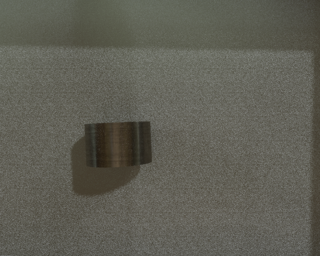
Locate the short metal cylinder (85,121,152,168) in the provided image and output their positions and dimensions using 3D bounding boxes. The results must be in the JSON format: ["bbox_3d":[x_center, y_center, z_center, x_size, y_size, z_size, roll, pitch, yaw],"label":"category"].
[{"bbox_3d":[-0.051,0.019,0.383,0.081,0.080,0.050,-3,90,-1],"label":"short metal cylinder"}]
